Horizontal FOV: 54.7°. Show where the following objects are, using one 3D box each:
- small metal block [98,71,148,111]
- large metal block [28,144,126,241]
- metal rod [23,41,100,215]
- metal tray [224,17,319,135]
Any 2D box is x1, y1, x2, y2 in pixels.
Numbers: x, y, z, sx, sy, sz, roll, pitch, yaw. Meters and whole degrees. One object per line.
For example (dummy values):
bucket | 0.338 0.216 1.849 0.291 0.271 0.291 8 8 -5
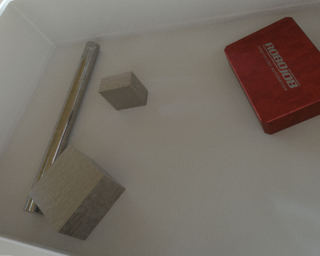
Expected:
small metal block | -0.052 -0.052 0.447 0.050 0.050 0.025 -8 58 23
large metal block | -0.106 0.080 0.394 0.080 0.050 0.080 32 79 37
metal rod | -0.147 -0.016 0.490 0.025 0.025 0.299 -3 60 26
metal tray | 0.142 -0.066 0.368 0.090 0.030 0.130 -24 53 12
